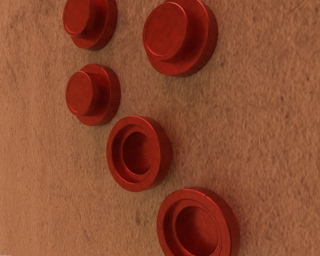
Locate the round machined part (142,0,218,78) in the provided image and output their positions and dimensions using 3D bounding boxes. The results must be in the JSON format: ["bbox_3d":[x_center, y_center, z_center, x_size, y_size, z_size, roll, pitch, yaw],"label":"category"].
[{"bbox_3d":[0.017,-0.113,0.378,0.098,0.042,0.097,0,90,39],"label":"round machined part"}]

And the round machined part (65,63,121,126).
[{"bbox_3d":[-0.110,-0.052,0.482,0.098,0.042,0.097,0,90,39],"label":"round machined part"}]

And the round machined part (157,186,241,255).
[{"bbox_3d":[0.047,0.115,0.354,0.098,0.042,0.097,0,90,39],"label":"round machined part"}]

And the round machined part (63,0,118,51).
[{"bbox_3d":[-0.115,-0.174,0.486,0.098,0.042,0.097,0,90,39],"label":"round machined part"}]

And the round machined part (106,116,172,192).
[{"bbox_3d":[-0.023,0.033,0.411,0.098,0.042,0.097,0,90,39],"label":"round machined part"}]
